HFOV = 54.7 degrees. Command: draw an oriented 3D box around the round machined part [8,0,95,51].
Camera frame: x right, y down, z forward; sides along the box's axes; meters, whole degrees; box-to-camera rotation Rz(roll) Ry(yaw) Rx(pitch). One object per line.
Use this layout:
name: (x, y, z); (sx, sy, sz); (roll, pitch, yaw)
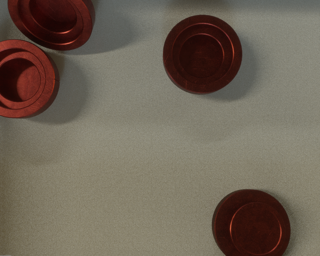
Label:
round machined part: (-0.129, -0.148, 0.383); (0.099, 0.097, 0.042); (4, 53, -1)

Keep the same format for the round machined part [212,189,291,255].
round machined part: (0.119, 0.128, 0.396); (0.099, 0.042, 0.097); (0, 80, -1)

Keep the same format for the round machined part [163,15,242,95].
round machined part: (0.053, -0.092, 0.404); (0.099, 0.042, 0.097); (0, 90, -1)

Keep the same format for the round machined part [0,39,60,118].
round machined part: (-0.179, -0.061, 0.401); (0.099, 0.042, 0.097); (0, 90, -1)
